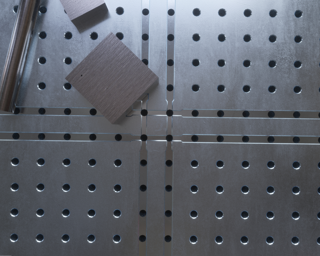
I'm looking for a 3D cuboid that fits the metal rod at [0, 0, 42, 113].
[{"bbox_3d":[-0.172,-0.168,0.411,0.025,0.025,0.298,13,90,0],"label":"metal rod"}]

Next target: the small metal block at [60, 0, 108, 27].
[{"bbox_3d":[-0.105,-0.172,0.412,0.050,0.025,0.050,-28,90,0],"label":"small metal block"}]

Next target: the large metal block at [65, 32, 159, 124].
[{"bbox_3d":[-0.058,-0.061,0.400,0.080,0.050,0.080,44,90,0],"label":"large metal block"}]
